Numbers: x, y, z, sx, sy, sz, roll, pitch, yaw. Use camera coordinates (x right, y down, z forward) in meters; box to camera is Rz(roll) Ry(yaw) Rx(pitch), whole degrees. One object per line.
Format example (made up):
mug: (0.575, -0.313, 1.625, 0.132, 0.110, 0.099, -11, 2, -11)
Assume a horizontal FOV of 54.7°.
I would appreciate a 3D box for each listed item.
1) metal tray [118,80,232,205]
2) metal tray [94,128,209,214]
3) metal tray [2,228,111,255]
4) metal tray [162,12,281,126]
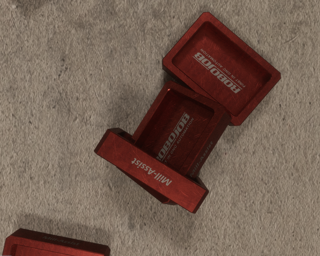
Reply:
metal tray: (0.015, 0.016, 0.380, 0.090, 0.030, 0.130, 31, 89, 32)
metal tray: (-0.009, 0.046, 0.377, 0.130, 0.090, 0.030, 32, 91, -1)
metal tray: (-0.139, 0.191, 0.405, 0.131, 0.030, 0.089, 12, 90, -1)
metal tray: (0.079, -0.075, 0.408, 0.130, 0.030, 0.090, 40, 89, 0)
